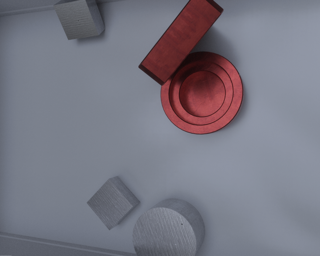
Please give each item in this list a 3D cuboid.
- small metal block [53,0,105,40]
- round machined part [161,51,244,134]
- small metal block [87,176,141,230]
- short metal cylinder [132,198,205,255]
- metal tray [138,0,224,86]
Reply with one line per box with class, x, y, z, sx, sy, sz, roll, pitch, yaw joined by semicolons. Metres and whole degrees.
small metal block;-0.112;-0.155;0.435;0.050;0.025;0.050;-2;128;19
round machined part;0.054;-0.041;0.382;0.098;0.042;0.097;0;90;19
small metal block;-0.065;0.104;0.432;0.050;0.025;0.050;46;104;14
short metal cylinder;0.012;0.134;0.392;0.080;0.050;0.079;0;90;19
metal tray;0.020;-0.099;0.347;0.030;0.130;0.090;38;103;-9
